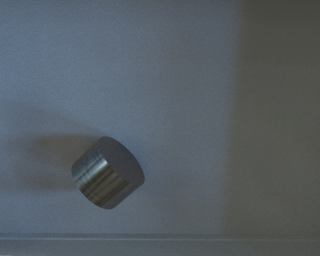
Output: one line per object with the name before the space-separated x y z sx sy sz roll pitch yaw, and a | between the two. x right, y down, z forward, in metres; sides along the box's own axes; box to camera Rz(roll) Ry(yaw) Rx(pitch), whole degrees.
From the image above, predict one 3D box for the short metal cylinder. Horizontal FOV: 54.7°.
short metal cylinder | -0.066 0.057 0.402 0.050 0.080 0.080 -42 105 14
